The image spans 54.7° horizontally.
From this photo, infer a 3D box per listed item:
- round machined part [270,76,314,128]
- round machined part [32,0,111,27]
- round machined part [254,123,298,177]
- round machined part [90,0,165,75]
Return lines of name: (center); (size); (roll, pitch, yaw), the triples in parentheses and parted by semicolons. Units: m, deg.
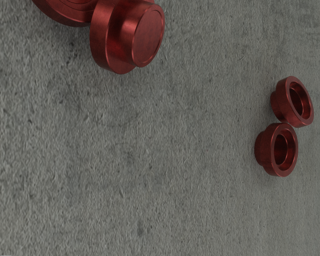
round machined part: (0.248, -0.046, 0.590); (0.099, 0.042, 0.098); (17, 63, -36)
round machined part: (-0.093, -0.152, 0.315); (0.099, 0.042, 0.097); (0, 90, -40)
round machined part: (0.211, 0.039, 0.570); (0.099, 0.042, 0.097); (0, 90, -40)
round machined part: (-0.029, -0.104, 0.337); (0.098, 0.042, 0.097); (-54, 158, -34)
